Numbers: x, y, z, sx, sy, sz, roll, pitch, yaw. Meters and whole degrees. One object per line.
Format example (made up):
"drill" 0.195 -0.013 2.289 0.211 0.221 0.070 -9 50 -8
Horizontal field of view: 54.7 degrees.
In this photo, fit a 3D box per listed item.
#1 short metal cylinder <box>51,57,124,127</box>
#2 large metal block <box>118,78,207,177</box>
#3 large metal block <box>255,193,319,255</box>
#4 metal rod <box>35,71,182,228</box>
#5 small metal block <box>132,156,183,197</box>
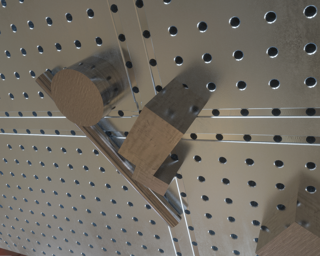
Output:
"short metal cylinder" -0.096 -0.049 0.413 0.080 0.050 0.079 13 124 20
"large metal block" 0.004 -0.001 0.372 0.050 0.080 0.079 36 129 4
"large metal block" 0.181 0.143 0.388 0.080 0.050 0.079 33 129 6
"metal rod" -0.073 0.036 0.470 0.300 0.025 0.025 49 128 -7
"small metal block" -0.003 0.059 0.432 0.050 0.050 0.025 29 128 9
